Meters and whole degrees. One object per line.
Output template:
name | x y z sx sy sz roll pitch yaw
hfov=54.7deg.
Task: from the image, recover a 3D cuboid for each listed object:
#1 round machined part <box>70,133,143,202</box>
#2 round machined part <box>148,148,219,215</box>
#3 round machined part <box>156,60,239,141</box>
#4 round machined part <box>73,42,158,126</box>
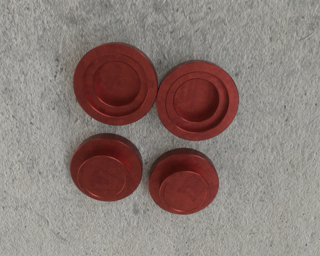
round machined part | -0.073 0.060 0.422 0.099 0.042 0.097 0 110 0
round machined part | 0.033 0.081 0.431 0.099 0.042 0.097 0 110 0
round machined part | 0.045 -0.036 0.388 0.099 0.042 0.097 0 110 0
round machined part | -0.052 -0.056 0.380 0.099 0.042 0.097 0 110 0
